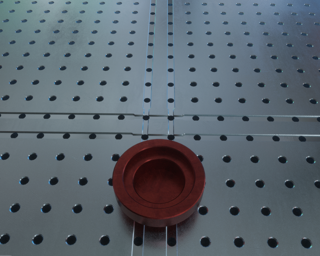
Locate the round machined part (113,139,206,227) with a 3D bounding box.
[{"bbox_3d":[-0.001,0.063,0.344,0.099,0.042,0.098,0,50,0],"label":"round machined part"}]
